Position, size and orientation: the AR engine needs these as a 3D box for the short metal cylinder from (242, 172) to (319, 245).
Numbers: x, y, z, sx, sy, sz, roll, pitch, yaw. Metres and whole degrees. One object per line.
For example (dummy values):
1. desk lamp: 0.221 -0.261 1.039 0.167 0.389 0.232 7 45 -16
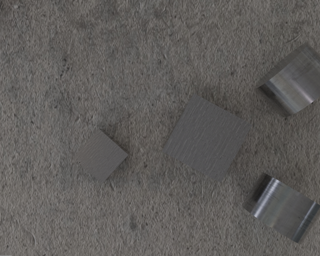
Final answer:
1. short metal cylinder: 0.150 0.098 0.384 0.080 0.080 0.050 31 90 0

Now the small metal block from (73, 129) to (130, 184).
1. small metal block: -0.076 0.036 0.409 0.050 0.025 0.050 42 90 0

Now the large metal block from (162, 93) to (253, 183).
1. large metal block: 0.057 0.012 0.398 0.080 0.050 0.080 29 90 0

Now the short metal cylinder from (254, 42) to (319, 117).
1. short metal cylinder: 0.166 -0.059 0.384 0.080 0.080 0.050 -44 90 0
